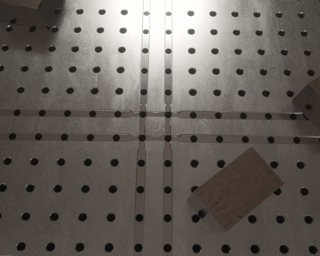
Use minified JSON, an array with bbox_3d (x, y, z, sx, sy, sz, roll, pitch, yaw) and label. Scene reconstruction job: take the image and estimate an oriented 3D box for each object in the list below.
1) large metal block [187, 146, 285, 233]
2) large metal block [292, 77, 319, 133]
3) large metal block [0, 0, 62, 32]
[{"bbox_3d":[0.082,0.074,0.356,0.080,0.080,0.050,-35,74,-12],"label":"large metal block"},{"bbox_3d":[0.244,-0.036,0.415,0.080,0.050,0.080,-30,73,-11],"label":"large metal block"},{"bbox_3d":[-0.202,-0.201,0.470,0.080,0.050,0.080,12,70,4],"label":"large metal block"}]
